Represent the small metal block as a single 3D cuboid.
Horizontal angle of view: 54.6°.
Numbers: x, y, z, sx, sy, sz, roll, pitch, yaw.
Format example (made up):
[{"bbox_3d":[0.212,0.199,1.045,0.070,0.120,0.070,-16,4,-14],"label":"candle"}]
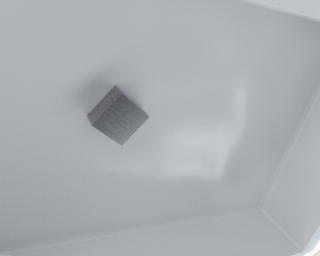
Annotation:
[{"bbox_3d":[-0.050,-0.014,0.372,0.050,0.025,0.050,-46,129,4],"label":"small metal block"}]
